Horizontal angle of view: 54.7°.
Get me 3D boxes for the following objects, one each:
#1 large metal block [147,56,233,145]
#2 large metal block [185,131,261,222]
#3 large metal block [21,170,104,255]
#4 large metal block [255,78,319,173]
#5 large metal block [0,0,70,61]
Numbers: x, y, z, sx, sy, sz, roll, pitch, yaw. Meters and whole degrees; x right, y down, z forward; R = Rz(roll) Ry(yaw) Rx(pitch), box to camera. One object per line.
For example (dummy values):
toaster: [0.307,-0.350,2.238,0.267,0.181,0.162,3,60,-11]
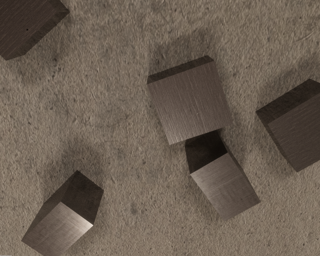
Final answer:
large metal block: [0.036,-0.036,0.384,0.080,0.050,0.080,-19,109,6]
large metal block: [0.078,0.058,0.403,0.050,0.080,0.080,-32,107,11]
large metal block: [-0.128,0.117,0.422,0.050,0.080,0.080,42,104,-14]
large metal block: [0.184,-0.004,0.398,0.080,0.050,0.080,-33,107,11]
large metal block: [-0.164,-0.135,0.344,0.080,0.050,0.080,-38,106,12]
